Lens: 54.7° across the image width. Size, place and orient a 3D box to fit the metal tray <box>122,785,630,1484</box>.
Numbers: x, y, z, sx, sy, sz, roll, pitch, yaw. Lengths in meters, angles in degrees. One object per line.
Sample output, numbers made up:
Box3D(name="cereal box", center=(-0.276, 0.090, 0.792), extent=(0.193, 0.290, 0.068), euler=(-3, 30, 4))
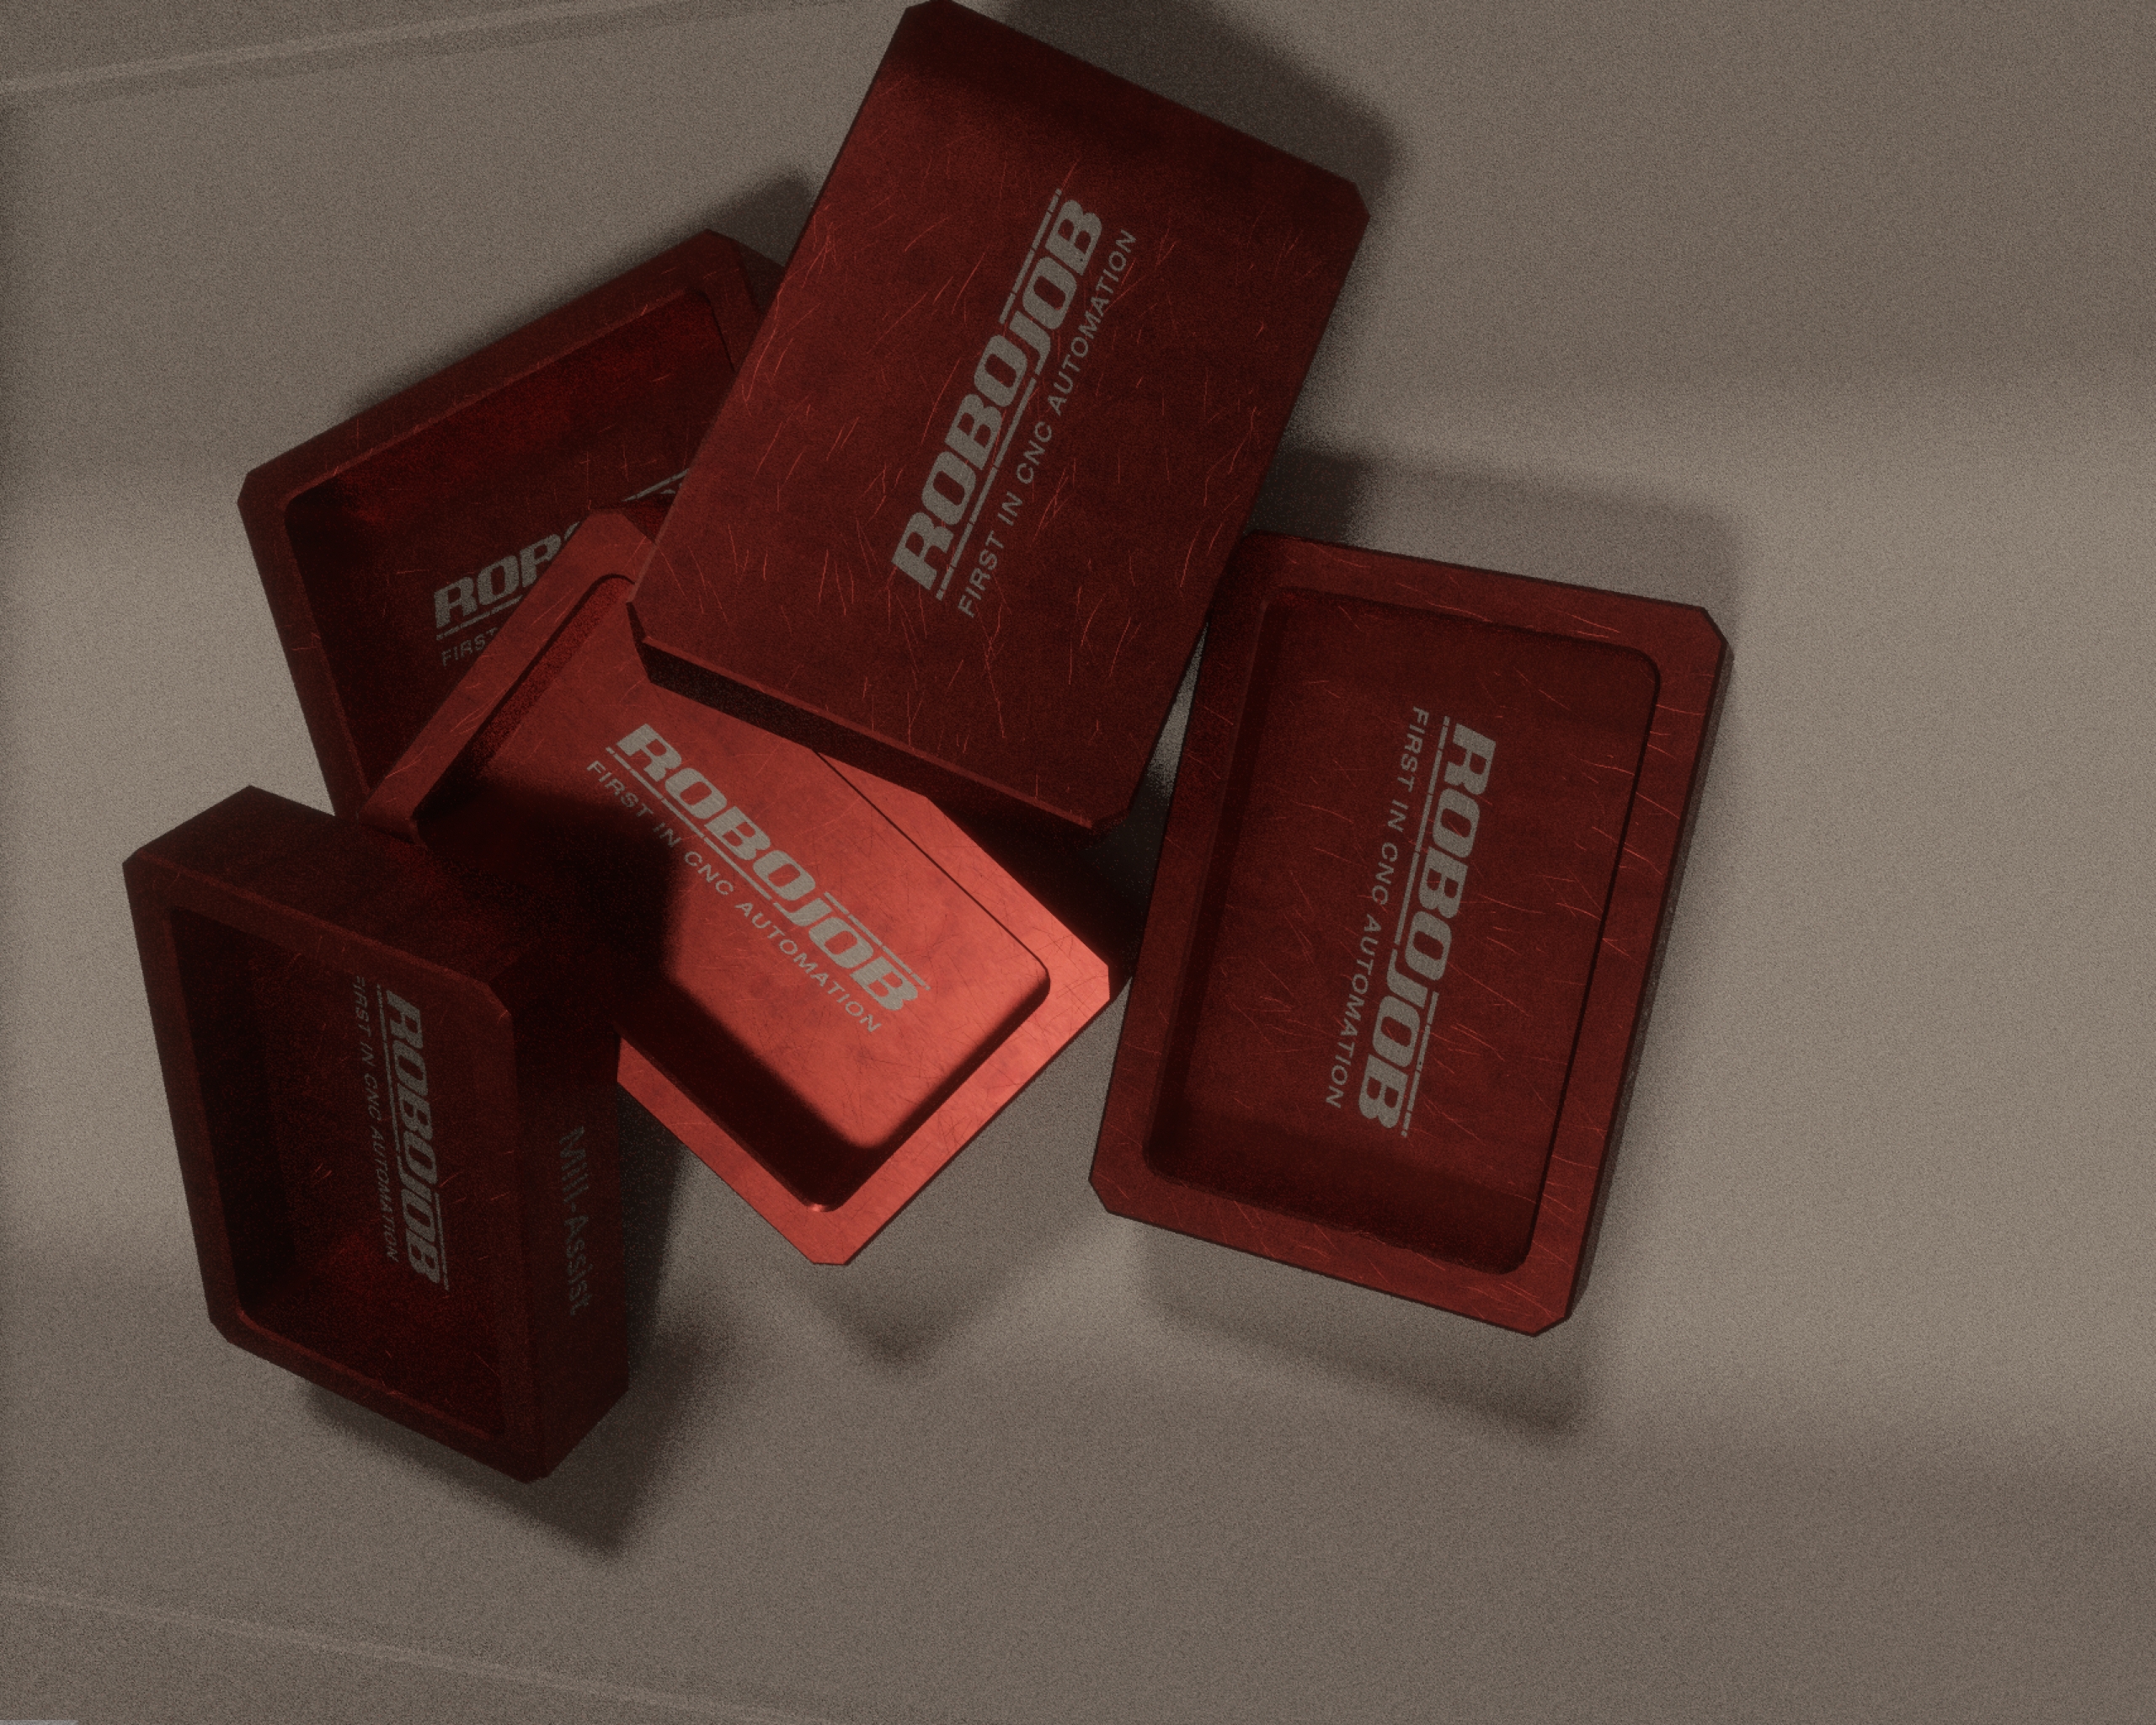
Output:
Box3D(name="metal tray", center=(-0.139, 0.057, 0.422), extent=(0.090, 0.030, 0.129), euler=(18, 125, 19))

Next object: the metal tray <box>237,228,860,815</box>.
Box3D(name="metal tray", center=(-0.107, -0.064, 0.442), extent=(0.130, 0.030, 0.090), euler=(-22, 83, 18))

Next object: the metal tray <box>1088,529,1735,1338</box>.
Box3D(name="metal tray", center=(0.061, 0.011, 0.384), extent=(0.090, 0.030, 0.129), euler=(13, 94, 19))

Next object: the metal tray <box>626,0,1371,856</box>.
Box3D(name="metal tray", center=(-0.013, -0.077, 0.373), extent=(0.090, 0.030, 0.130), euler=(23, 78, -5))

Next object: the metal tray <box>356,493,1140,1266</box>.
Box3D(name="metal tray", center=(-0.063, 0.004, 0.404), extent=(0.130, 0.030, 0.090), euler=(43, 110, -1))
